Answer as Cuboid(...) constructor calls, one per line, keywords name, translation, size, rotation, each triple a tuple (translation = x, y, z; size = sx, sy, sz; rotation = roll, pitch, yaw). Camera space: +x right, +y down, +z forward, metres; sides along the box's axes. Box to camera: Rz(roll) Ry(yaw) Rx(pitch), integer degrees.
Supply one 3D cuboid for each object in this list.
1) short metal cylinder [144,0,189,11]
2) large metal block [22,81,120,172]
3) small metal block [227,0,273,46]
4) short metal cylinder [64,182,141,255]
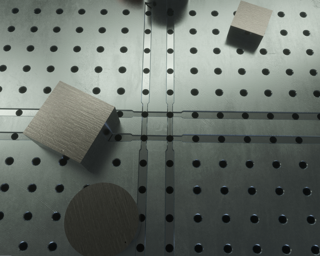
Cuboid(name="short metal cylinder", translation=(0.010, -0.231, 0.483), size=(0.081, 0.050, 0.080), rotation=(0, 70, 0))
Cuboid(name="large metal block", translation=(-0.109, -0.002, 0.398), size=(0.080, 0.050, 0.080), rotation=(26, 72, 9))
Cuboid(name="small metal block", translation=(0.136, -0.159, 0.471), size=(0.050, 0.025, 0.050), rotation=(21, 71, 7))
Cuboid(name="short metal cylinder", translation=(-0.063, 0.107, 0.359), size=(0.081, 0.050, 0.080), rotation=(0, 70, 0))
